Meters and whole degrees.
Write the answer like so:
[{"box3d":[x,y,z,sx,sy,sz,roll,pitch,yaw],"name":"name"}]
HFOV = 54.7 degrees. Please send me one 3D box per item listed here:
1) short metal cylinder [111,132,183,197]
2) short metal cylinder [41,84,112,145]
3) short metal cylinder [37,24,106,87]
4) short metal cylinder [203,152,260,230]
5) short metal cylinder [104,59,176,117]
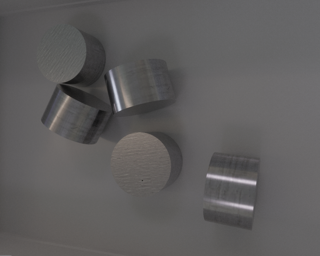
[{"box3d":[-0.016,0.045,0.403,0.080,0.050,0.080,0,90,20],"name":"short metal cylinder"},{"box3d":[-0.112,-0.019,0.421,0.080,0.080,0.050,31,100,17],"name":"short metal cylinder"},{"box3d":[-0.125,-0.101,0.442,0.080,0.050,0.080,0,90,20],"name":"short metal cylinder"},{"box3d":[0.083,0.070,0.352,0.050,0.080,0.079,6,92,20],"name":"short metal cylinder"},{"box3d":[-0.025,-0.048,0.390,0.080,0.080,0.050,-15,85,19],"name":"short metal cylinder"}]
